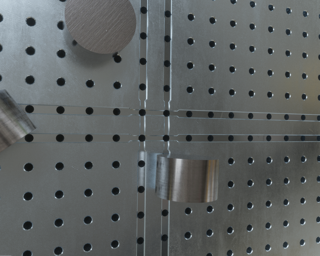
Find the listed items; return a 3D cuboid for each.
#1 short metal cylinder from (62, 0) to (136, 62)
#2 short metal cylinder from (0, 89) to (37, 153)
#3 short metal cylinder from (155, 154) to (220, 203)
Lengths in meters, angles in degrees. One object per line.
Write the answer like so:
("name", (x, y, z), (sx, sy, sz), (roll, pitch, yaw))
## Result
("short metal cylinder", (-0.074, -0.124, 0.372), (0.081, 0.050, 0.079), (0, 90, -20))
("short metal cylinder", (-0.177, 0.004, 0.318), (0.080, 0.080, 0.050), (-38, 103, -16))
("short metal cylinder", (0.035, 0.062, 0.398), (0.081, 0.080, 0.050), (3, 89, -20))
